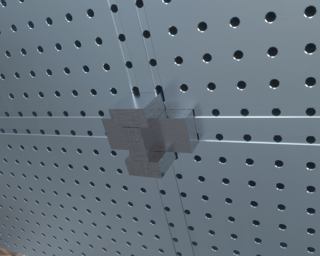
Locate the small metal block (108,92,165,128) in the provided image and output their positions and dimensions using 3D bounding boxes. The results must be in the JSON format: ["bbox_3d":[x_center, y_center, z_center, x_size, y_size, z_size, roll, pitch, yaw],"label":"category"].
[{"bbox_3d":[-0.028,-0.024,0.393,0.050,0.050,0.025,1,119,27],"label":"small metal block"}]

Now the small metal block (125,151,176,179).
[{"bbox_3d":[-0.012,0.042,0.426,0.050,0.050,0.025,1,119,27],"label":"small metal block"}]

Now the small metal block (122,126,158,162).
[{"bbox_3d":[-0.020,0.009,0.409,0.025,0.050,0.050,1,119,27],"label":"small metal block"}]

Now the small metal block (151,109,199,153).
[{"bbox_3d":[0.019,0.004,0.402,0.050,0.025,0.050,1,119,27],"label":"small metal block"}]

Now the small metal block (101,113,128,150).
[{"bbox_3d":[-0.048,0.003,0.437,0.050,0.025,0.050,1,119,27],"label":"small metal block"}]
